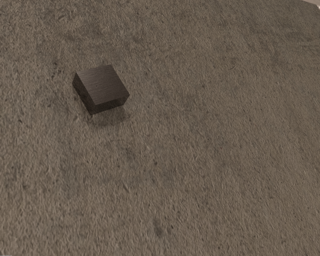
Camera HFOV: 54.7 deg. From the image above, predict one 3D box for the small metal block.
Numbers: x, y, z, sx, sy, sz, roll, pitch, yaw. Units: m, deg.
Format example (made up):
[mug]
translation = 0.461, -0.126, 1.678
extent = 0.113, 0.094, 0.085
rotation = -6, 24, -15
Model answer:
[small metal block]
translation = -0.075, -0.049, 0.394
extent = 0.050, 0.025, 0.050
rotation = -22, 74, -36
